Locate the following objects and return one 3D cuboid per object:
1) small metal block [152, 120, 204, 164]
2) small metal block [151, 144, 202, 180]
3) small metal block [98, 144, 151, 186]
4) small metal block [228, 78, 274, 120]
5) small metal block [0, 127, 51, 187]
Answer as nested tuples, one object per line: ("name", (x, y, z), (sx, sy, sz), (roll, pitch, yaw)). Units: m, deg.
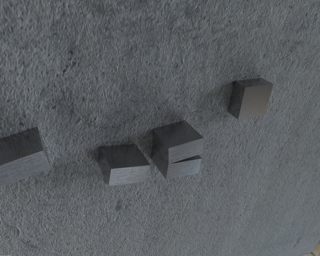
("small metal block", (0.023, 0.017, 0.414), (0.050, 0.050, 0.025), (-15, 125, -20))
("small metal block", (0.021, 0.042, 0.428), (0.050, 0.050, 0.025), (-6, 121, -25))
("small metal block", (-0.047, 0.045, 0.393), (0.050, 0.050, 0.025), (-2, 119, -28))
("small metal block", (0.132, -0.043, 0.452), (0.050, 0.025, 0.050), (-9, 123, -24))
("small metal block", (-0.148, 0.029, 0.328), (0.050, 0.050, 0.025), (-20, 126, -17))
